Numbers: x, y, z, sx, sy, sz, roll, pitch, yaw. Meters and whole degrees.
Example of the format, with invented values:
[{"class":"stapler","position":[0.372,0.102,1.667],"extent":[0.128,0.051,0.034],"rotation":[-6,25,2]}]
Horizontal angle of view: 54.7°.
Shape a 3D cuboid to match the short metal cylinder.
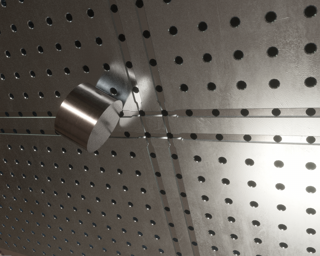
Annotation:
[{"class":"short metal cylinder","position":[-0.094,-0.014,0.415],"extent":[0.050,0.080,0.079],"rotation":[30,128,9]}]
